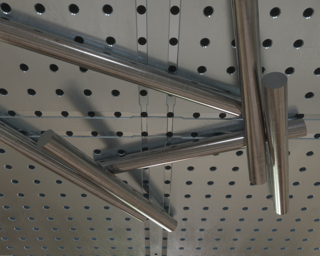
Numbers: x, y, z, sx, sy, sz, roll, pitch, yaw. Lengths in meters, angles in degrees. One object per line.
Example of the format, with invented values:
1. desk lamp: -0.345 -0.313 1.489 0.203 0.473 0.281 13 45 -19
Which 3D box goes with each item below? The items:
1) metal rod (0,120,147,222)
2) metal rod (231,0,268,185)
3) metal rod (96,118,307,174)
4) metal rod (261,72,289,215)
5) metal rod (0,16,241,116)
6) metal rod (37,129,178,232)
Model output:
1. metal rod: -0.131 0.069 0.468 0.025 0.025 0.301 -36 122 26
2. metal rod: 0.102 -0.050 0.349 0.025 0.025 0.299 -10 123 8
3. metal rod: 0.046 0.031 0.437 0.301 0.025 0.025 -12 129 10
4. metal rod: 0.162 0.044 0.421 0.025 0.025 0.299 -14 138 12
5. metal rod: -0.041 -0.067 0.353 0.302 0.025 0.025 16 128 -14
6. metal rod: -0.057 0.094 0.462 0.025 0.025 0.300 -25 134 20
